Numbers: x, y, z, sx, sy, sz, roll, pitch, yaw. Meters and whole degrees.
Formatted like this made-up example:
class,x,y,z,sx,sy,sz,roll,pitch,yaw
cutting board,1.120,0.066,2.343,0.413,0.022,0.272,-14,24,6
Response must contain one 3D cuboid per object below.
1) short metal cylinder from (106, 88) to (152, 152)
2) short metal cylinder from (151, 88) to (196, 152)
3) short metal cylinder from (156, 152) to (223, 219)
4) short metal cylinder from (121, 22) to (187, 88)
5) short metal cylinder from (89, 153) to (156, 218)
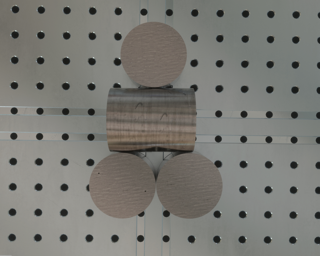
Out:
class,x,y,z,sx,sy,sz,roll,pitch,yaw
short metal cylinder,-0.035,-0.010,0.386,0.050,0.080,0.079,0,90,0
short metal cylinder,0.015,-0.010,0.387,0.050,0.080,0.079,0,90,0
short metal cylinder,0.036,0.070,0.400,0.081,0.050,0.079,0,90,-1
short metal cylinder,-0.008,-0.089,0.400,0.081,0.050,0.079,0,90,-1
short metal cylinder,-0.046,0.070,0.399,0.081,0.050,0.079,0,90,-1
